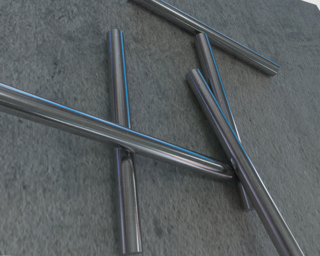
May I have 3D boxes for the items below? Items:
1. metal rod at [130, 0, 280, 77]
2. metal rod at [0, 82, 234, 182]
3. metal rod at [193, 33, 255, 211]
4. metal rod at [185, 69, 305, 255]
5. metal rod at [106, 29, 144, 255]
[{"bbox_3d":[0.086,-0.168,0.554,0.302,0.025,0.025,24,53,-14],"label":"metal rod"},{"bbox_3d":[-0.032,0.014,0.344,0.302,0.025,0.025,21,53,-29],"label":"metal rod"},{"bbox_3d":[0.096,-0.025,0.472,0.025,0.025,0.299,4,60,-27],"label":"metal rod"},{"bbox_3d":[0.103,0.037,0.413,0.025,0.025,0.299,-4,56,-31],"label":"metal rod"},{"bbox_3d":[-0.047,-0.004,0.381,0.025,0.025,0.299,7,59,-25],"label":"metal rod"}]
